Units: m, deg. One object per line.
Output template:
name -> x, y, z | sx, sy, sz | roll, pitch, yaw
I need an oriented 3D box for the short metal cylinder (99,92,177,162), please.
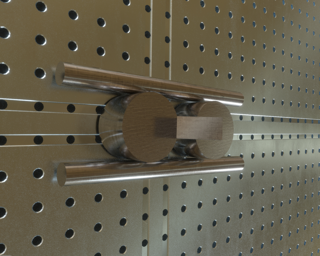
short metal cylinder -> -0.025, -0.001, 0.368 | 0.081, 0.050, 0.079 | 0, 90, -40

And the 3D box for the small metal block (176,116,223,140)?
small metal block -> 0.047, 0.001, 0.368 | 0.050, 0.050, 0.025 | 22, 70, -83

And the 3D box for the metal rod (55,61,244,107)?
metal rod -> 0.013, -0.052, 0.416 | 0.302, 0.025, 0.025 | 2, 89, -40

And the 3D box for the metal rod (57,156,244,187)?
metal rod -> 0.014, 0.054, 0.417 | 0.302, 0.025, 0.025 | 3, 88, -40

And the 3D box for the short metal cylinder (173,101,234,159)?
short metal cylinder -> 0.059, 0.003, 0.439 | 0.081, 0.050, 0.079 | 0, 90, -40
